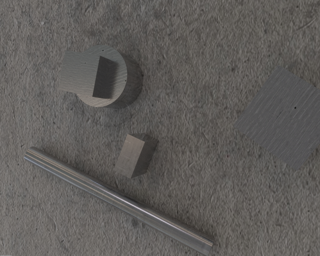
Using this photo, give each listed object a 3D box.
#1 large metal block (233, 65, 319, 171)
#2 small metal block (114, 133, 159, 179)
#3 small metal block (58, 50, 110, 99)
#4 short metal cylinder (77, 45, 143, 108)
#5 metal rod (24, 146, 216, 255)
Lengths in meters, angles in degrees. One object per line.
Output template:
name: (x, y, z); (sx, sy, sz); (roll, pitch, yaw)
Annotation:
large metal block: (0.141, -0.011, 0.346); (0.080, 0.050, 0.080); (37, 102, 16)
small metal block: (-0.030, 0.035, 0.406); (0.025, 0.050, 0.050); (24, 98, 18)
small metal block: (-0.095, -0.067, 0.389); (0.050, 0.025, 0.050); (13, 94, 19)
short metal cylinder: (-0.070, -0.067, 0.420); (0.080, 0.050, 0.080); (0, 90, 20)
metal rod: (-0.068, 0.095, 0.432); (0.301, 0.025, 0.025); (23, 98, 18)
